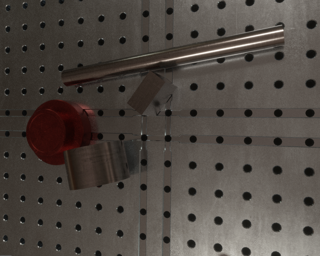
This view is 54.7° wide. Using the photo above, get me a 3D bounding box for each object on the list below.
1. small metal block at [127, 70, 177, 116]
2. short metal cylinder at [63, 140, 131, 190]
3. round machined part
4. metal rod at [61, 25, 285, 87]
[{"bbox_3d":[-0.009,-0.043,0.402,0.025,0.050,0.050,40,102,15],"label":"small metal block"},{"bbox_3d":[-0.083,0.048,0.412,0.080,0.080,0.050,-13,86,19],"label":"short metal cylinder"},{"bbox_3d":[-0.156,0.006,0.457,0.098,0.042,0.097,0,90,19],"label":"round machined part"},{"bbox_3d":[0.003,-0.091,0.410,0.301,0.025,0.025,-7,88,19],"label":"metal rod"}]
